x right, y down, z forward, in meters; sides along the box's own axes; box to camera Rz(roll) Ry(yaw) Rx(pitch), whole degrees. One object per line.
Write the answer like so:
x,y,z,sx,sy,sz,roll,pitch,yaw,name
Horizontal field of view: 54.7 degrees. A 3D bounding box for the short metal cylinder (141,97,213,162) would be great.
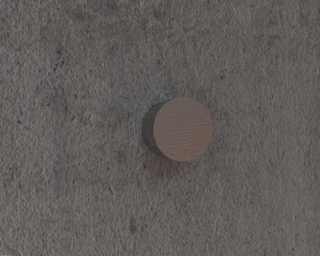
0.021,0.002,0.406,0.081,0.050,0.079,0,90,-21,short metal cylinder
